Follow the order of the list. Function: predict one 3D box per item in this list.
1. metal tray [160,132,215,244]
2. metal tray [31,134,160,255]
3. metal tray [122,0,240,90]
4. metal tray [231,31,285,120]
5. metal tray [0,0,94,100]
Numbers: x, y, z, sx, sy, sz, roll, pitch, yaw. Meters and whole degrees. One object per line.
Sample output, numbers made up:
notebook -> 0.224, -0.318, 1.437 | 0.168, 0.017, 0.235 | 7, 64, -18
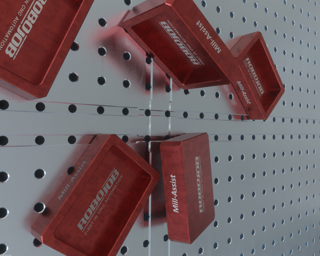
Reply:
metal tray -> 0.040, 0.076, 0.420 | 0.090, 0.030, 0.129 | -13, 99, -59
metal tray -> -0.065, 0.082, 0.350 | 0.090, 0.030, 0.130 | 46, 63, -30
metal tray -> 0.027, -0.103, 0.388 | 0.130, 0.090, 0.030 | 42, 65, -32
metal tray -> 0.168, -0.089, 0.544 | 0.090, 0.030, 0.130 | -49, 119, -29
metal tray -> -0.129, -0.103, 0.296 | 0.090, 0.030, 0.130 | 32, 70, -35
